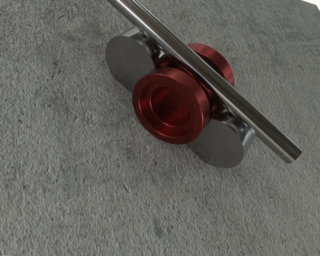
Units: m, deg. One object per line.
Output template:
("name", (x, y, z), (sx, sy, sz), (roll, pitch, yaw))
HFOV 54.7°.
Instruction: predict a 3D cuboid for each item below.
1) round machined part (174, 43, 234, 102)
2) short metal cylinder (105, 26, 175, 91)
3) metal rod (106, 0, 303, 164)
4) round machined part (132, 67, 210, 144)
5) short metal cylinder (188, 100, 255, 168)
("round machined part", (0.047, -0.062, 0.424), (0.098, 0.098, 0.042), (43, 55, 1))
("short metal cylinder", (-0.025, -0.094, 0.415), (0.080, 0.080, 0.050), (43, 51, 1))
("metal rod", (0.050, -0.067, 0.373), (0.300, 0.025, 0.025), (42, 51, 0))
("round machined part", (0.017, -0.031, 0.387), (0.098, 0.097, 0.042), (43, 47, 1))
("short metal cylinder", (0.082, 0.007, 0.412), (0.080, 0.080, 0.050), (43, 51, 1))
